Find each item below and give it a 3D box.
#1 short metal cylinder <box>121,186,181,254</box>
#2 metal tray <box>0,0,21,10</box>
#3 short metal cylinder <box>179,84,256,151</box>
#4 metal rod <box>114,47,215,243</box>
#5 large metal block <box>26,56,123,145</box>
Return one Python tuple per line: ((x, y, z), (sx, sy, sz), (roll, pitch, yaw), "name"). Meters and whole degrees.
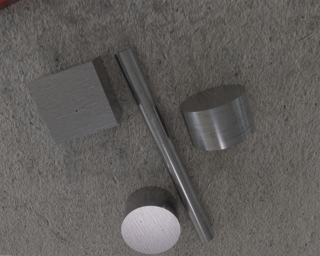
((-0.012, 0.131, 0.445), (0.081, 0.050, 0.079), (0, 110, 0), "short metal cylinder")
((-0.165, -0.191, 0.335), (0.130, 0.030, 0.090), (-22, 109, 8), "metal tray")
((0.070, -0.014, 0.376), (0.080, 0.080, 0.050), (-18, 109, 6), "short metal cylinder")
((0.013, 0.036, 0.422), (0.025, 0.025, 0.299), (-22, 109, 7), "metal rod")
((-0.101, -0.035, 0.382), (0.080, 0.050, 0.080), (-18, 109, 6), "large metal block")
